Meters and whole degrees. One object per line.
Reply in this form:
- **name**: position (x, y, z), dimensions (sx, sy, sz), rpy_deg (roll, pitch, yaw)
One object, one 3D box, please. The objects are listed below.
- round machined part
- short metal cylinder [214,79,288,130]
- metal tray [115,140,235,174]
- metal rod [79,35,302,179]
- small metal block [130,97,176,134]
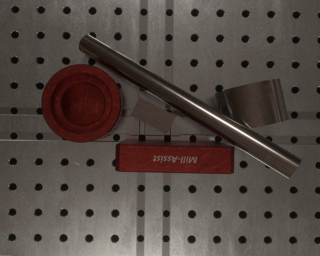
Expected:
- **round machined part**: position (-0.098, -0.030, 0.404), dimensions (0.099, 0.042, 0.097), rpy_deg (0, 90, -1)
- **short metal cylinder**: position (0.113, -0.027, 0.387), dimensions (0.080, 0.080, 0.050), rpy_deg (-12, 90, 0)
- **metal tray**: position (0.016, 0.033, 0.381), dimensions (0.131, 0.090, 0.030), rpy_deg (1, 91, -1)
- **metal rod**: position (0.021, -0.035, 0.370), dimensions (0.300, 0.025, 0.025), rpy_deg (33, 90, 17)
- **small metal block**: position (-0.008, -0.015, 0.401), dimensions (0.050, 0.050, 0.025), rpy_deg (27, 90, -1)
